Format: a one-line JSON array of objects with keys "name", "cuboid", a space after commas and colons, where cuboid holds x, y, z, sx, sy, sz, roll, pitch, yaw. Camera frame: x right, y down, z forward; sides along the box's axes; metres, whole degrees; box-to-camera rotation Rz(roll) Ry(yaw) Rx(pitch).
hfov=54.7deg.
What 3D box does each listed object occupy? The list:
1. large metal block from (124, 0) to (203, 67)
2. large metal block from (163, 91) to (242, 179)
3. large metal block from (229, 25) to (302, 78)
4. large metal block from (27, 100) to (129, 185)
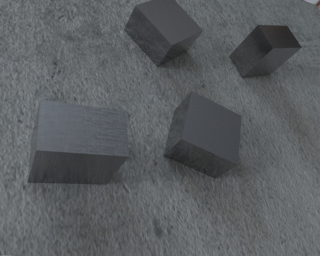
[{"name": "large metal block", "cuboid": [0.006, -0.154, 0.486, 0.080, 0.050, 0.081, 49, 51, 6]}, {"name": "large metal block", "cuboid": [0.059, 0.010, 0.415, 0.080, 0.050, 0.080, 25, 53, -13]}, {"name": "large metal block", "cuboid": [0.188, -0.137, 0.556, 0.081, 0.080, 0.050, -11, 68, -33]}, {"name": "large metal block", "cuboid": [-0.084, 0.019, 0.312, 0.081, 0.080, 0.050, 7, 59, -25]}]
